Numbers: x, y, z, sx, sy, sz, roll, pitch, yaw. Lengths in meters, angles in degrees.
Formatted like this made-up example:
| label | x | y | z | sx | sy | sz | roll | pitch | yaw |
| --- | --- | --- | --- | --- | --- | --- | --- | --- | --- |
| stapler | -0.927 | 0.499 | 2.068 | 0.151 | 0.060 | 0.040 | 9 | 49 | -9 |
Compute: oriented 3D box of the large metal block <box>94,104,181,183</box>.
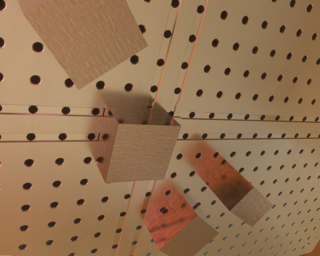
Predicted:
| label | x | y | z | sx | sy | sz | roll | pitch | yaw |
| --- | --- | --- | --- | --- | --- | --- | --- | --- | --- |
| large metal block | -0.030 | 0.020 | 0.390 | 0.081 | 0.050 | 0.079 | 2 | 117 | -29 |

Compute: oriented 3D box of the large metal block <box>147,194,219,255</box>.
| label | x | y | z | sx | sy | sz | roll | pitch | yaw |
| --- | --- | --- | --- | --- | --- | --- | --- | --- | --- |
| large metal block | 0.039 | 0.172 | 0.522 | 0.080 | 0.050 | 0.080 | -43 | 129 | 1 |

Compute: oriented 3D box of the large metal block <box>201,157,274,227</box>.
| label | x | y | z | sx | sy | sz | roll | pitch | yaw |
| --- | --- | --- | --- | --- | --- | --- | --- | --- | --- |
| large metal block | 0.127 | 0.105 | 0.508 | 0.050 | 0.080 | 0.080 | -47 | 129 | 4 |

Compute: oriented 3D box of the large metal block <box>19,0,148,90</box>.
| label | x | y | z | sx | sy | sz | roll | pitch | yaw |
| --- | --- | --- | --- | --- | --- | --- | --- | --- | --- |
| large metal block | -0.071 | -0.098 | 0.296 | 0.080 | 0.050 | 0.080 | -34 | 129 | -6 |
